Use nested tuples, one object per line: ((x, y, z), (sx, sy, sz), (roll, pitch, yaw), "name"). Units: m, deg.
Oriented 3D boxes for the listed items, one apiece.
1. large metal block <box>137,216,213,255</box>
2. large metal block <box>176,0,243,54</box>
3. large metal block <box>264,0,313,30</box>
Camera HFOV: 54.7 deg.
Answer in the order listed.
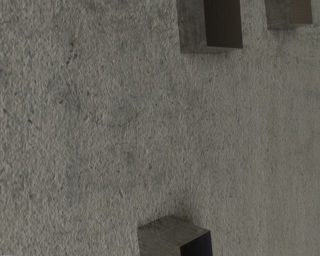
((0.019, 0.164, 0.385), (0.050, 0.080, 0.079), (-11, 97, -40), "large metal block")
((0.073, -0.152, 0.449), (0.081, 0.050, 0.079), (-9, 96, -40), "large metal block")
((0.246, -0.234, 0.594), (0.081, 0.050, 0.079), (-15, 100, -39), "large metal block")
